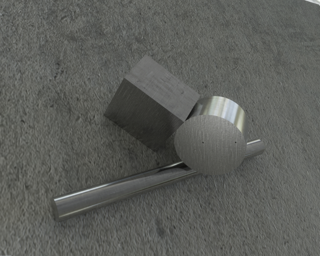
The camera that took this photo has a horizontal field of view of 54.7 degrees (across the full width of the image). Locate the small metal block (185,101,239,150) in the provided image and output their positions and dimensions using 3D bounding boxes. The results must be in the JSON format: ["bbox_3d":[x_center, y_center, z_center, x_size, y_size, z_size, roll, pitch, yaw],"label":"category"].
[{"bbox_3d":[0.072,-0.002,0.428,0.050,0.050,0.025,33,52,-7],"label":"small metal block"}]

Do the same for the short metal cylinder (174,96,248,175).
[{"bbox_3d":[0.062,0.009,0.368,0.080,0.080,0.050,37,34,-4],"label":"short metal cylinder"}]

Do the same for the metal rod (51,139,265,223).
[{"bbox_3d":[0.022,0.054,0.382,0.303,0.025,0.025,-12,68,-33],"label":"metal rod"}]

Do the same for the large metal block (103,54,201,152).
[{"bbox_3d":[-0.012,-0.028,0.379,0.080,0.080,0.050,37,51,-4],"label":"large metal block"}]
